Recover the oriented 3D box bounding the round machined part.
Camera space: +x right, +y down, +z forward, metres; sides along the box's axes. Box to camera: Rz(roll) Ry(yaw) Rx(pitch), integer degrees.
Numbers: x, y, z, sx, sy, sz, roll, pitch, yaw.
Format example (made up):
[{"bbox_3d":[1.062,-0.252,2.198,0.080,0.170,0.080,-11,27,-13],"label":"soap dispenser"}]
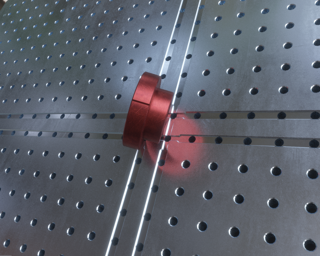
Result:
[{"bbox_3d":[-0.012,-0.018,0.392,0.042,0.098,0.098,17,67,2],"label":"round machined part"}]
